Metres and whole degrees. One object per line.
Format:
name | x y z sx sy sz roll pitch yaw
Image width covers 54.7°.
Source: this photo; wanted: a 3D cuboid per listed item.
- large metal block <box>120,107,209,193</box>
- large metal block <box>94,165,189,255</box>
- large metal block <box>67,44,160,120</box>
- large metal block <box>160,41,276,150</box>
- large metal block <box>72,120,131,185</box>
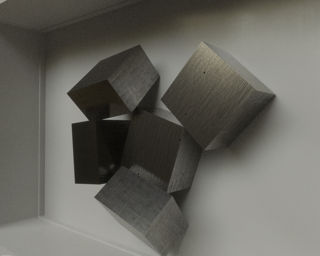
large metal block | 0.004 0.024 0.385 0.080 0.050 0.079 24 105 37
large metal block | -0.020 0.102 0.376 0.080 0.080 0.050 25 63 35
large metal block | -0.060 -0.058 0.409 0.080 0.080 0.050 -10 126 40
large metal block | 0.060 -0.033 0.337 0.080 0.050 0.080 51 120 27
large metal block | -0.070 0.031 0.425 0.050 0.081 0.080 -7 86 39
